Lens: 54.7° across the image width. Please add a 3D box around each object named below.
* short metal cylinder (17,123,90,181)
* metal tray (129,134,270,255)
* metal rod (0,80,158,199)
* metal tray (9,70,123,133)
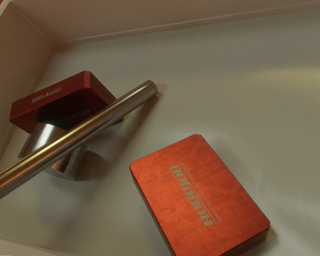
[{"bbox_3d":[-0.143,0.034,0.423,0.080,0.080,0.050,7,66,31],"label":"short metal cylinder"},{"bbox_3d":[0.035,0.073,0.319,0.091,0.030,0.130,-23,50,-13],"label":"metal tray"},{"bbox_3d":[-0.116,0.020,0.374,0.025,0.025,0.302,28,51,37],"label":"metal rod"},{"bbox_3d":[-0.132,-0.022,0.444,0.130,0.090,0.030,-20,54,16],"label":"metal tray"}]
